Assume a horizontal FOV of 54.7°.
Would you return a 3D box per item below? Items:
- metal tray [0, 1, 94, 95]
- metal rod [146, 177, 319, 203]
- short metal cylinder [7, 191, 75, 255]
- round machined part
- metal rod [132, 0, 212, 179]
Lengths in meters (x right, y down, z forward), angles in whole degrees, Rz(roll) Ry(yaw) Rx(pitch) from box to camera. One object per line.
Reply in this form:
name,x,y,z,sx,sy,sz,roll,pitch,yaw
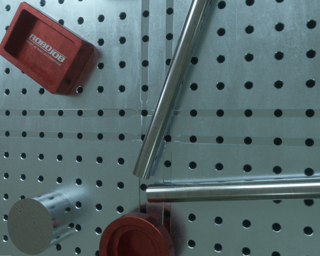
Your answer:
metal tray,-0.175,-0.120,0.469,0.130,0.030,0.090,35,101,16
metal rod,0.128,0.073,0.367,0.301,0.025,0.025,-6,88,19
short metal cylinder,-0.175,0.139,0.459,0.080,0.050,0.079,0,90,19
round machined part,-0.027,0.161,0.412,0.098,0.042,0.097,0,90,19
metal rod,0.023,-0.075,0.403,0.025,0.025,0.298,21,97,18
